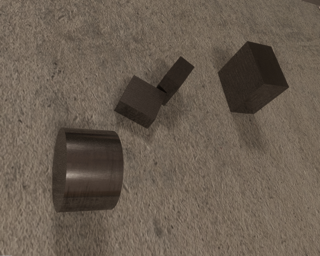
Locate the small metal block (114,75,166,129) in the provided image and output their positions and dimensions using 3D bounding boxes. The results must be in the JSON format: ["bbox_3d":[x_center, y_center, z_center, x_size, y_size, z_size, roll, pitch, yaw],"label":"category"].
[{"bbox_3d":[-0.026,-0.035,0.413,0.050,0.025,0.050,29,52,-10],"label":"small metal block"}]

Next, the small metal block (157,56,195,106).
[{"bbox_3d":[0.017,-0.066,0.439,0.025,0.050,0.050,38,51,-4],"label":"small metal block"}]

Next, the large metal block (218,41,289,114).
[{"bbox_3d":[0.146,-0.078,0.497,0.050,0.080,0.080,3,60,-27],"label":"large metal block"}]

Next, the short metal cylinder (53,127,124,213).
[{"bbox_3d":[-0.074,0.041,0.305,0.050,0.080,0.080,4,60,-27],"label":"short metal cylinder"}]
